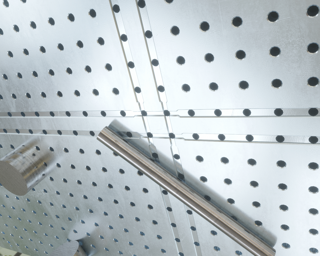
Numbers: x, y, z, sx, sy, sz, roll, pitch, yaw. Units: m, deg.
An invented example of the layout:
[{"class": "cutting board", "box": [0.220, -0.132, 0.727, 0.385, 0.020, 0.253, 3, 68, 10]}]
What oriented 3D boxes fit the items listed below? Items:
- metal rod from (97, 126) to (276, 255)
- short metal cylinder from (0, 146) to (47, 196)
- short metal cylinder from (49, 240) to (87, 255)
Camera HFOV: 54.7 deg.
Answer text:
[{"class": "metal rod", "box": [0.035, 0.095, 0.451, 0.301, 0.025, 0.025, 36, 129, 4]}, {"class": "short metal cylinder", "box": [-0.263, 0.080, 0.584, 0.080, 0.050, 0.079, 13, 124, 21]}, {"class": "short metal cylinder", "box": [-0.196, 0.287, 0.657, 0.080, 0.080, 0.050, -15, 111, 34]}]
